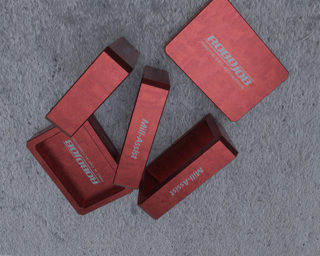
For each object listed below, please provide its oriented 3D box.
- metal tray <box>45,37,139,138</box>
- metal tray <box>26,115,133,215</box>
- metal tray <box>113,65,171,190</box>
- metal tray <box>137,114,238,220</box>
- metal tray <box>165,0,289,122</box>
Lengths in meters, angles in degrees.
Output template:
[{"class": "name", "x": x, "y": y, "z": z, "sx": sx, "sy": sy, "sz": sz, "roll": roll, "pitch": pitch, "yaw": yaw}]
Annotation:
[{"class": "metal tray", "x": -0.066, "y": -0.051, "z": 0.335, "sx": 0.030, "sy": 0.130, "sz": 0.090, "roll": 42, "pitch": 104, "yaw": -14}, {"class": "metal tray", "x": -0.104, "y": 0.048, "z": 0.424, "sx": 0.090, "sy": 0.030, "sz": 0.130, "roll": -27, "pitch": 108, "yaw": 9}, {"class": "metal tray", "x": -0.022, "y": -0.003, "z": 0.374, "sx": 0.030, "sy": 0.090, "sz": 0.129, "roll": 16, "pitch": 109, "yaw": -6}, {"class": "metal tray", "x": 0.030, "y": 0.046, "z": 0.393, "sx": 0.130, "sy": 0.090, "sz": 0.030, "roll": -41, "pitch": 105, "yaw": 13}, {"class": "metal tray", "x": 0.080, "y": -0.082, "z": 0.379, "sx": 0.090, "sy": 0.030, "sz": 0.130, "roll": -43, "pitch": 105, "yaw": 13}]
